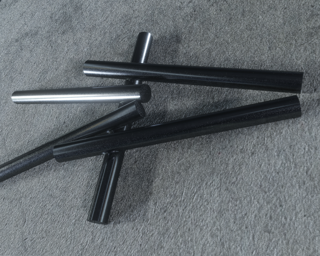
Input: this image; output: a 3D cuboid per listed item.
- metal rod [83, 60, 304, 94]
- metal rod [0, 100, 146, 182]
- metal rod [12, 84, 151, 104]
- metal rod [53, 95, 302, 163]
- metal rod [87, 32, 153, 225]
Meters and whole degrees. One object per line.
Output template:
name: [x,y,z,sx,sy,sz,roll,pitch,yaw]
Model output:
metal rod: [0.026,-0.071,0.413,0.301,0.025,0.025,8,66,24]
metal rod: [-0.155,0.031,0.448,0.300,0.025,0.025,-23,53,20]
metal rod: [-0.142,-0.051,0.491,0.300,0.025,0.025,3,63,35]
metal rod: [0.009,0.005,0.376,0.301,0.025,0.025,-11,57,13]
metal rod: [-0.050,-0.017,0.441,0.025,0.025,0.299,-3,60,26]
